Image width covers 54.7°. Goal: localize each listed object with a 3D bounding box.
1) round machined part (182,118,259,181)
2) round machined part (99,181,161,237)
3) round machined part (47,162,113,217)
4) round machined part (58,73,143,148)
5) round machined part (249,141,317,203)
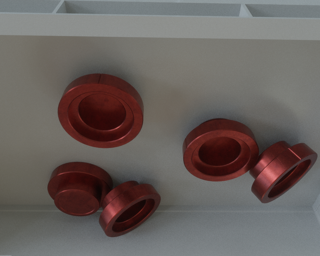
[{"bbox_3d":[0.080,0.025,0.421,0.099,0.042,0.097,0,130,0],"label":"round machined part"},{"bbox_3d":[-0.051,0.120,0.479,0.099,0.042,0.097,-29,147,-21],"label":"round machined part"},{"bbox_3d":[-0.125,0.101,0.482,0.099,0.042,0.097,-1,130,0],"label":"round machined part"},{"bbox_3d":[-0.069,-0.025,0.376,0.099,0.042,0.097,-1,130,0],"label":"round machined part"},{"bbox_3d":[0.164,0.056,0.429,0.099,0.042,0.097,-25,144,-20],"label":"round machined part"}]
